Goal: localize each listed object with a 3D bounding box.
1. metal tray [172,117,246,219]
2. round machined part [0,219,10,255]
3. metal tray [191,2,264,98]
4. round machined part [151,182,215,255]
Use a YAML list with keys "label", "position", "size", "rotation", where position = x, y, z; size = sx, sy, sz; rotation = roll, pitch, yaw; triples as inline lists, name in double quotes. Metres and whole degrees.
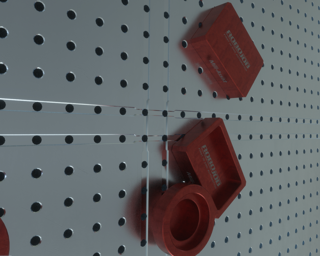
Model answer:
- label: "metal tray"
  position: [0.079, 0.060, 0.474]
  size: [0.091, 0.030, 0.129]
  rotation: [-38, 114, -34]
- label: "round machined part"
  position: [-0.180, 0.101, 0.248]
  size: [0.099, 0.042, 0.097]
  rotation: [0, 90, -40]
- label: "metal tray"
  position: [0.114, -0.123, 0.504]
  size: [0.130, 0.030, 0.090]
  rotation: [48, 62, -30]
- label: "round machined part"
  position: [0.027, 0.123, 0.424]
  size: [0.099, 0.042, 0.097]
  rotation: [0, 90, -40]
